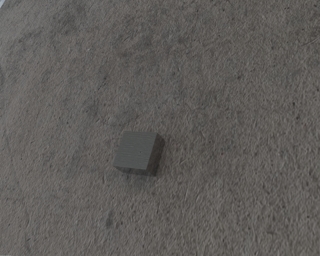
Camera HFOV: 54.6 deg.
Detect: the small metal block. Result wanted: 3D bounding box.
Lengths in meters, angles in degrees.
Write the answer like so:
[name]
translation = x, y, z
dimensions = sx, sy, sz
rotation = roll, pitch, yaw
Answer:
[small metal block]
translation = -0.027, 0.032, 0.399
dimensions = 0.050, 0.025, 0.050
rotation = 2, 63, 29
